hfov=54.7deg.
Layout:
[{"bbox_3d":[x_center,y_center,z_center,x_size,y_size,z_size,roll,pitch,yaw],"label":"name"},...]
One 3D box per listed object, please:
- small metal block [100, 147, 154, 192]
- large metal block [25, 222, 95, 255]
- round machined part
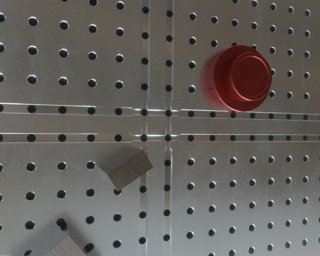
[{"bbox_3d":[-0.043,0.049,0.384,0.050,0.050,0.025,-33,101,-17],"label":"small metal block"},{"bbox_3d":[-0.115,0.172,0.357,0.080,0.050,0.080,-39,103,-16],"label":"large metal block"},{"bbox_3d":[0.121,-0.072,0.448,0.099,0.042,0.097,0,90,-20],"label":"round machined part"}]
